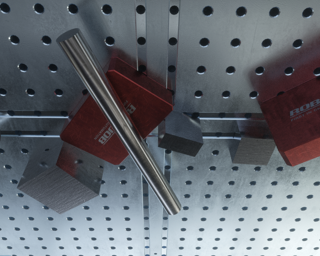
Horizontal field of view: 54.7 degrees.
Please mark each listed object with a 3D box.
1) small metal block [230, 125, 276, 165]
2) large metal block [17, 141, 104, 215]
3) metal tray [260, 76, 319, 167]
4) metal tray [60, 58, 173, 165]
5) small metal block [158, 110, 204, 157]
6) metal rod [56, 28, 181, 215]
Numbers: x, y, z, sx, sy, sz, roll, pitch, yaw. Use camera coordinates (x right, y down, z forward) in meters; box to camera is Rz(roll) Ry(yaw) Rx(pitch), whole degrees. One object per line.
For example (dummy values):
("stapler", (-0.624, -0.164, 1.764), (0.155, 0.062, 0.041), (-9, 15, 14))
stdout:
("small metal block", (0.130, 0.025, 0.434), (0.050, 0.025, 0.050), (4, 130, -4))
("large metal block", (-0.144, 0.074, 0.457), (0.080, 0.050, 0.080), (-29, 124, 22))
("metal tray", (0.191, -0.020, 0.353), (0.130, 0.090, 0.030), (-27, 125, 21))
("metal tray", (-0.057, -0.015, 0.395), (0.090, 0.030, 0.129), (30, 124, -23))
("small metal block", (0.025, 0.005, 0.400), (0.050, 0.050, 0.025), (16, 128, -14))
("metal rod", (-0.033, 0.017, 0.385), (0.025, 0.025, 0.299), (-17, 129, 13))
